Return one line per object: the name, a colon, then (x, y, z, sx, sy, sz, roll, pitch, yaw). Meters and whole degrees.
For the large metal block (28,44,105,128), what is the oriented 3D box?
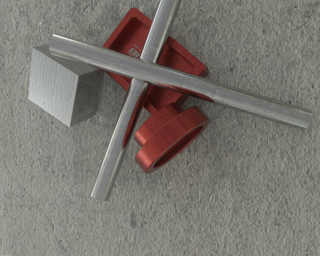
large metal block: (-0.129, -0.061, 0.424, 0.080, 0.050, 0.079, 32, 125, 16)

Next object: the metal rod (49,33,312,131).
metal rod: (0.022, -0.053, 0.355, 0.302, 0.025, 0.025, 17, 96, 1)

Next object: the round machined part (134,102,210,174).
round machined part: (0.008, 0.007, 0.367, 0.098, 0.098, 0.042, -44, 77, 14)

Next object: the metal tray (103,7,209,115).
metal tray: (-0.013, -0.083, 0.410, 0.130, 0.030, 0.090, 44, 103, 14)

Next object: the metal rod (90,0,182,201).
metal rod: (-0.026, -0.049, 0.385, 0.025, 0.025, 0.298, 23, 98, 18)
